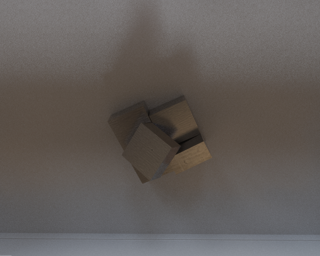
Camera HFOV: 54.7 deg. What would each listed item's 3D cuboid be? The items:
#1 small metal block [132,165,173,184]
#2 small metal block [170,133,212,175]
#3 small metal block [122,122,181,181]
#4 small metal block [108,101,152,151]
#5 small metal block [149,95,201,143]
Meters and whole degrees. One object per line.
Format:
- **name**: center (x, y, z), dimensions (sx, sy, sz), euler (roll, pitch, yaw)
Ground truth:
- **small metal block**: center (-0.012, 0.041, 0.425), dimensions (0.050, 0.025, 0.050), euler (-24, 109, 8)
- **small metal block**: center (0.036, 0.029, 0.407), dimensions (0.050, 0.050, 0.025), euler (-27, 108, 8)
- **small metal block**: center (-0.011, 0.028, 0.380), dimensions (0.050, 0.025, 0.050), euler (39, 108, 22)
- **small metal block**: center (-0.033, -0.001, 0.409), dimensions (0.050, 0.025, 0.050), euler (-24, 109, 8)
- **small metal block**: center (0.020, -0.008, 0.407), dimensions (0.050, 0.025, 0.050), euler (-24, 109, 8)
